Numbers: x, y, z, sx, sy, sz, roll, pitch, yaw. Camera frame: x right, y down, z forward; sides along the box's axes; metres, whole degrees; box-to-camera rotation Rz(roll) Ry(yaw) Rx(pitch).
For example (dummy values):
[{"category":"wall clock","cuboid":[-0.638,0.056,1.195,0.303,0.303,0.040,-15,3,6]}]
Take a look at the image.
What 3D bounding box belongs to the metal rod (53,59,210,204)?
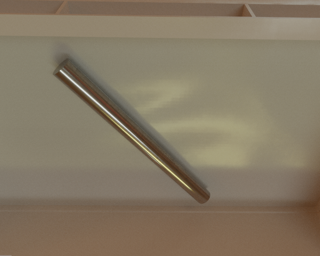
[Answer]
[{"category":"metal rod","cuboid":[-0.020,0.021,0.426,0.025,0.025,0.300,-30,124,23]}]
